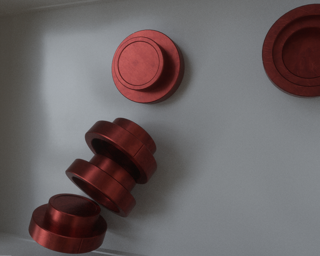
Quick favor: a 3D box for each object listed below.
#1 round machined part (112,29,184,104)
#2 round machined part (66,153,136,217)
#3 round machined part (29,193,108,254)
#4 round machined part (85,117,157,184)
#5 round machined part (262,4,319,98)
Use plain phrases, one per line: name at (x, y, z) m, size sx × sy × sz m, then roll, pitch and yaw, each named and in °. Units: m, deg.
round machined part at (-0.021, -0.081, 0.408) m, size 0.098 × 0.042 × 0.097 m, roll 0°, pitch 90°, yaw 19°
round machined part at (-0.071, 0.071, 0.406) m, size 0.098 × 0.098 × 0.042 m, roll 28°, pitch 64°, yaw 17°
round machined part at (-0.118, 0.120, 0.412) m, size 0.098 × 0.098 × 0.042 m, roll 19°, pitch 97°, yaw 18°
round machined part at (-0.044, 0.025, 0.397) m, size 0.098 × 0.098 × 0.042 m, roll 29°, pitch 61°, yaw 17°
round machined part at (0.165, -0.081, 0.343) m, size 0.098 × 0.042 × 0.097 m, roll 0°, pitch 90°, yaw 19°
